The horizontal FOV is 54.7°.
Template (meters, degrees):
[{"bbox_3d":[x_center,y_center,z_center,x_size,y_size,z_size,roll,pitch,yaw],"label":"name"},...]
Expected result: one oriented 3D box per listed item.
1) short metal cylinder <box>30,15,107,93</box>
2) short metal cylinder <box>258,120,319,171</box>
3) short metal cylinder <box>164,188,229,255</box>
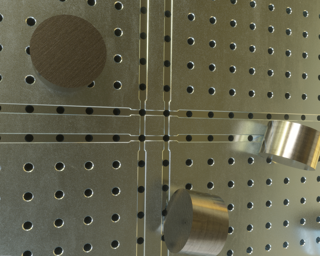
[{"bbox_3d":[-0.107,-0.084,0.360,0.081,0.050,0.079,0,90,-21],"label":"short metal cylinder"},{"bbox_3d":[0.193,0.026,0.457,0.080,0.080,0.050,22,83,-19],"label":"short metal cylinder"},{"bbox_3d":[0.045,0.123,0.401,0.050,0.080,0.080,16,85,-20],"label":"short metal cylinder"}]
